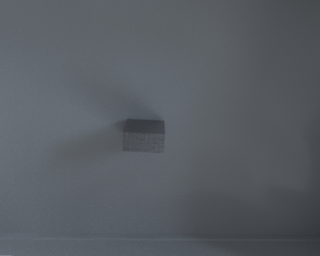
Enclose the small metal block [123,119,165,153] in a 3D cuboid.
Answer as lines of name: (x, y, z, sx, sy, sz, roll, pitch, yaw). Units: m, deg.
small metal block: (-0.020, 0.009, 0.397, 0.050, 0.050, 0.025, 3, 110, -2)
